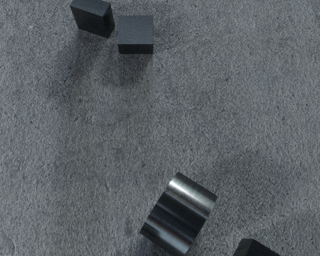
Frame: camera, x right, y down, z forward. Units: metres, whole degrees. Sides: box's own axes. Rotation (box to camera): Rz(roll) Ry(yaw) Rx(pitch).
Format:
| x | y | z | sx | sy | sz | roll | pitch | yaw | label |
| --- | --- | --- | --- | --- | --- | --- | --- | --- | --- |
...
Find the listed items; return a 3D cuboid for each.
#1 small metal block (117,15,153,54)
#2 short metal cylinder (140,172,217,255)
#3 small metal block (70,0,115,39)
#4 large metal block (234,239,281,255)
| x | y | z | sx | sy | sz | roll | pitch | yaw | label |
| --- | --- | --- | --- | --- | --- | --- | --- | --- | --- |
| -0.035 | -0.138 | 0.458 | 0.050 | 0.025 | 0.050 | 0 | 70 | -1 | small metal block |
| 0.021 | 0.096 | 0.344 | 0.050 | 0.080 | 0.080 | 32 | 73 | 10 | short metal cylinder |
| -0.097 | -0.163 | 0.453 | 0.050 | 0.050 | 0.025 | 21 | 72 | 7 | small metal block |
| 0.111 | 0.177 | 0.332 | 0.080 | 0.050 | 0.080 | 31 | 73 | 10 | large metal block |
